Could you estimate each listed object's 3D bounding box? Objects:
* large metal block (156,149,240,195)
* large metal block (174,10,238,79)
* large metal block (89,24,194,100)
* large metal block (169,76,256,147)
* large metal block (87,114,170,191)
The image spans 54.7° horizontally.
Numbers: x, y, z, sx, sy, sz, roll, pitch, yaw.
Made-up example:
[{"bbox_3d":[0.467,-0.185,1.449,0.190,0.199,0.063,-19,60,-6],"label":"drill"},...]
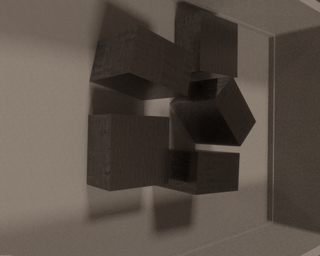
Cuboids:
[{"bbox_3d":[0.048,0.055,0.413,0.081,0.080,0.050,5,87,-40],"label":"large metal block"},{"bbox_3d":[0.068,-0.114,0.449,0.081,0.050,0.079,1,90,-40],"label":"large metal block"},{"bbox_3d":[-0.021,-0.069,0.355,0.081,0.080,0.050,16,80,-39],"label":"large metal block"},{"bbox_3d":[0.074,-0.022,0.435,0.050,0.080,0.080,-50,120,-28],"label":"large metal block"},{"bbox_3d":[-0.036,0.026,0.362,0.081,0.050,0.079,2,89,-40],"label":"large metal block"}]
